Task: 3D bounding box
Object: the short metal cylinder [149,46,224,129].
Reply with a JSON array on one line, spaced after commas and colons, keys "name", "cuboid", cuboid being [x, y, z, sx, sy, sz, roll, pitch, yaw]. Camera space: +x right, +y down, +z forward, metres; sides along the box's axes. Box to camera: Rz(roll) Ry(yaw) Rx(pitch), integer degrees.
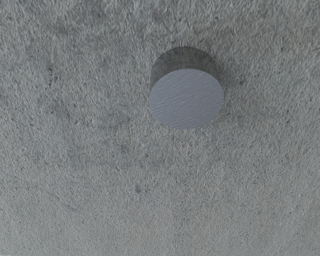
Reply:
[{"name": "short metal cylinder", "cuboid": [0.028, -0.045, 0.353, 0.080, 0.050, 0.080, 0, 130, 0]}]
